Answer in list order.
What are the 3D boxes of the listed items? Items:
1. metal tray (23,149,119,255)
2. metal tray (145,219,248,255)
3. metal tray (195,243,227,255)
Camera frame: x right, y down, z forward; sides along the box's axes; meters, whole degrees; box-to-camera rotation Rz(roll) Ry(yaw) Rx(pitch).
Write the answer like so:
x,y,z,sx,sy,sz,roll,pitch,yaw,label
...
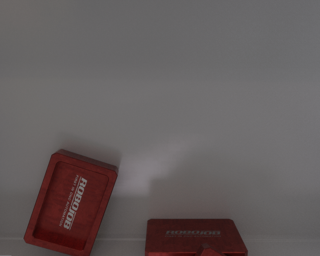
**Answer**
x,y,z,sx,sy,sz,roll,pitch,yaw,label
-0.120,0.104,0.428,0.091,0.030,0.129,19,94,-7,metal tray
0.046,0.162,0.434,0.131,0.090,0.030,0,100,0,metal tray
0.086,0.209,0.361,0.130,0.030,0.090,31,80,5,metal tray
